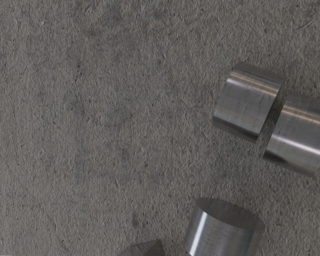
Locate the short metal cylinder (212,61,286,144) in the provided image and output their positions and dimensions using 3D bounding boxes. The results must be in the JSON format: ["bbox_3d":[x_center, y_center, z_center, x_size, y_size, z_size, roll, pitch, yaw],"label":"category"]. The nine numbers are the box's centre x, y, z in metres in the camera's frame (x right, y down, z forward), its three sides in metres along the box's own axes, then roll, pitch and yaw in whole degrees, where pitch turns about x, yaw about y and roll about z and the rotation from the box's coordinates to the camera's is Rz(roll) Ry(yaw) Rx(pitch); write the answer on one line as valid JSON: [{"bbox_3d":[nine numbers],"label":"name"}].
[{"bbox_3d":[0.099,-0.028,0.345,0.050,0.080,0.080,25,98,18],"label":"short metal cylinder"}]

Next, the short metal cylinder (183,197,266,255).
[{"bbox_3d":[0.072,0.120,0.354,0.080,0.080,0.050,19,97,19],"label":"short metal cylinder"}]

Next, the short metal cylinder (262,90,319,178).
[{"bbox_3d":[0.147,0.006,0.328,0.050,0.080,0.080,22,97,18],"label":"short metal cylinder"}]

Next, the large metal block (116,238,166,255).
[{"bbox_3d":[-0.024,0.197,0.388,0.050,0.080,0.080,-20,83,19],"label":"large metal block"}]
